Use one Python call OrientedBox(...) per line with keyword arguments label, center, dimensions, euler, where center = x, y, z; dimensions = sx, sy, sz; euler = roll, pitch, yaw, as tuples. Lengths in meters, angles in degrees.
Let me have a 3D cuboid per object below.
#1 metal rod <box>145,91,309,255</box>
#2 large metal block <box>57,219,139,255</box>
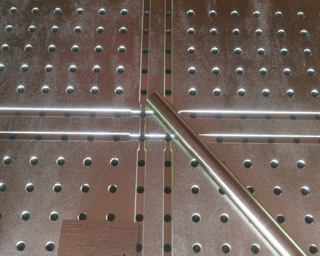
OrientedBox(label="metal rod", center=(0.085, 0.067, 0.388), dimensions=(0.025, 0.025, 0.300), euler=(-38, 75, -13))
OrientedBox(label="large metal block", center=(-0.067, 0.146, 0.344), dimensions=(0.081, 0.050, 0.080), euler=(2, 70, 0))
